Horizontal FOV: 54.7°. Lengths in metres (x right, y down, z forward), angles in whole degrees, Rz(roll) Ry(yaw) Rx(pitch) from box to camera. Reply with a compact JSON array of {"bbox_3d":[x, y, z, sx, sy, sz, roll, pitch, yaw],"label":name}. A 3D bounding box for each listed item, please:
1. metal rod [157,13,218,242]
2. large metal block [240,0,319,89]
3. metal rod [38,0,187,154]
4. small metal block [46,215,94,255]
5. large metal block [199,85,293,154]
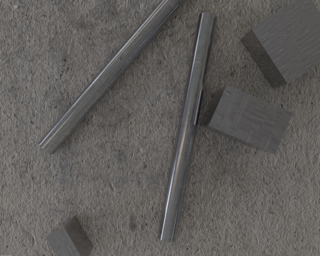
[{"bbox_3d":[0.036,-0.001,0.410,0.025,0.025,0.298,11,90,0],"label":"metal rod"},{"bbox_3d":[0.166,-0.109,0.399,0.080,0.050,0.080,-33,90,0],"label":"large metal block"},{"bbox_3d":[-0.052,-0.087,0.409,0.025,0.025,0.300,41,90,0],"label":"metal rod"},{"bbox_3d":[-0.114,0.146,0.397,0.025,0.050,0.050,-29,90,0],"label":"small metal block"},{"bbox_3d":[0.101,-0.010,0.383,0.080,0.080,0.050,23,90,0],"label":"large metal block"}]
